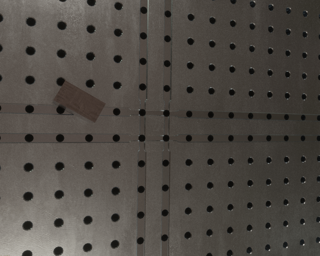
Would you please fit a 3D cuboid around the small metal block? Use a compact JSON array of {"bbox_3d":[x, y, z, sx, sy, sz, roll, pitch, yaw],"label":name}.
[{"bbox_3d":[-0.096,-0.029,0.364,0.050,0.050,0.025,30,80,-18],"label":"small metal block"}]
